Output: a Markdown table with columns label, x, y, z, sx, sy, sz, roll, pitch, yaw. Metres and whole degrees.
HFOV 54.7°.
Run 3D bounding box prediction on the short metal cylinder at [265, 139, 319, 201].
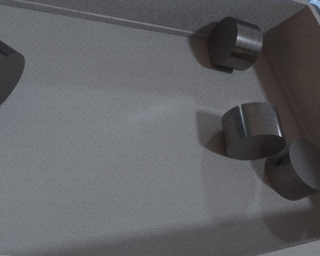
| label | x | y | z | sx | sy | sz | roll | pitch | yaw |
| --- | --- | --- | --- | --- | --- | --- | --- | --- | --- |
| short metal cylinder | 0.206 | 0.062 | 0.462 | 0.081 | 0.050 | 0.080 | 14 | 56 | -21 |

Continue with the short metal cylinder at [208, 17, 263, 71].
| label | x | y | z | sx | sy | sz | roll | pitch | yaw |
| --- | --- | --- | --- | --- | --- | --- | --- | --- | --- |
| short metal cylinder | 0.126 | -0.141 | 0.524 | 0.050 | 0.080 | 0.080 | 8 | 58 | -24 |

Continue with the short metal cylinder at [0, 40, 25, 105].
| label | x | y | z | sx | sy | sz | roll | pitch | yaw |
| --- | --- | --- | --- | --- | --- | --- | --- | --- | --- |
| short metal cylinder | -0.182 | -0.055 | 0.306 | 0.050 | 0.080 | 0.080 | 34 | 51 | -6 |

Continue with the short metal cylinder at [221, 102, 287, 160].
| label | x | y | z | sx | sy | sz | roll | pitch | yaw |
| --- | --- | --- | --- | --- | --- | --- | --- | --- | --- |
| short metal cylinder | 0.131 | 0.006 | 0.436 | 0.081 | 0.080 | 0.050 | 11 | 57 | -22 |
